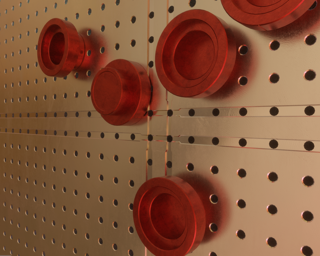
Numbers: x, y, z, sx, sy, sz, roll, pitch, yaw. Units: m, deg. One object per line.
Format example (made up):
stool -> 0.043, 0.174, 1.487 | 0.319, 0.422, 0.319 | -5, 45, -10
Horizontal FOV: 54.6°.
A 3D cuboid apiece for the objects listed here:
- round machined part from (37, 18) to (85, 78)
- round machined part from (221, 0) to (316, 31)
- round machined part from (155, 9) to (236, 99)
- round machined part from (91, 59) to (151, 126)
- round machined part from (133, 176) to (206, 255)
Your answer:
round machined part -> -0.169, -0.136, 0.540 | 0.098, 0.042, 0.097 | 0, 90, 40
round machined part -> 0.112, -0.145, 0.306 | 0.098, 0.042, 0.097 | 0, 90, 40
round machined part -> 0.045, -0.083, 0.362 | 0.098, 0.042, 0.097 | 0, 90, 40
round machined part -> -0.063, -0.052, 0.452 | 0.098, 0.042, 0.097 | 0, 90, 40
round machined part -> 0.015, 0.108, 0.387 | 0.098, 0.042, 0.097 | 0, 90, 40
